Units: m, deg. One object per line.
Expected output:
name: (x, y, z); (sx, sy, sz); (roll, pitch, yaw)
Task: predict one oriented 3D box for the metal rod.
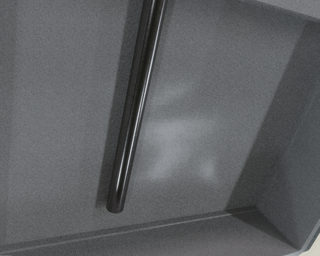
metal rod: (-0.033, -0.017, 0.381); (0.025, 0.025, 0.298); (-1, 119, -28)
